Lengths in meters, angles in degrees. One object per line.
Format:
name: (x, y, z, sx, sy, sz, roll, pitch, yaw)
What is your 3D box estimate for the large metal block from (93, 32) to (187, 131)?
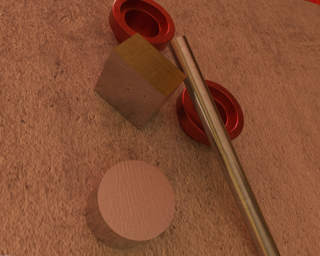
large metal block: (-0.027, -0.056, 0.388, 0.080, 0.080, 0.050, 42, 51, 0)

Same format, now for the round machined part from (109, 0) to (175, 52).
round machined part: (-0.030, -0.151, 0.469, 0.099, 0.042, 0.098, 14, 56, -21)

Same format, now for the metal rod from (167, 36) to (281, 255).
metal rod: (0.080, 0.028, 0.382, 0.025, 0.025, 0.299, -22, 88, -36)

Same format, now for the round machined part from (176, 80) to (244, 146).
round machined part: (0.066, -0.017, 0.438, 0.099, 0.042, 0.098, 14, 56, -21)

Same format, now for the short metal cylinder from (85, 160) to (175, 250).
short metal cylinder: (-0.032, 0.080, 0.322, 0.081, 0.050, 0.080, 14, 56, -21)
